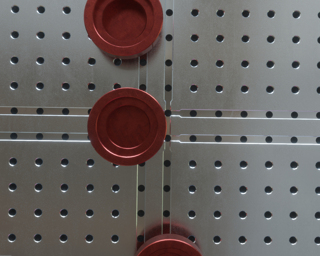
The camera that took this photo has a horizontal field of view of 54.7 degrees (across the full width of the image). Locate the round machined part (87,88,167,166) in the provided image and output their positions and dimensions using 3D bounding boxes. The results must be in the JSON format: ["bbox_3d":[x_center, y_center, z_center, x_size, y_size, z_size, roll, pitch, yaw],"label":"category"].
[{"bbox_3d":[-0.041,-0.002,0.404,0.099,0.042,0.097,0,90,-1],"label":"round machined part"}]

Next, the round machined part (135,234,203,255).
[{"bbox_3d":[0.012,0.187,0.405,0.099,0.042,0.097,0,90,-1],"label":"round machined part"}]

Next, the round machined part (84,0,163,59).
[{"bbox_3d":[-0.045,-0.138,0.404,0.099,0.042,0.097,0,90,-1],"label":"round machined part"}]
